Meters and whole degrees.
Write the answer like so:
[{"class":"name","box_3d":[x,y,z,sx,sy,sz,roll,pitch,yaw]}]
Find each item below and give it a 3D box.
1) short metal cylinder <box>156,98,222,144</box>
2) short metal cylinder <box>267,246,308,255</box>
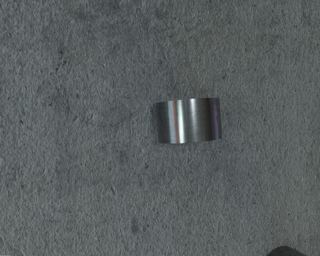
[{"class":"short metal cylinder","box_3d":[0.036,-0.010,0.393,0.081,0.080,0.050,-5,92,-20]},{"class":"short metal cylinder","box_3d":[0.202,0.229,0.471,0.081,0.050,0.080,0,90,-20]}]
